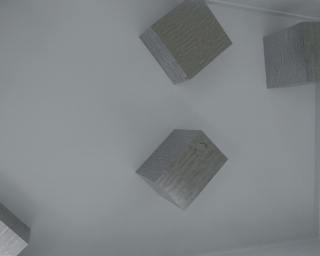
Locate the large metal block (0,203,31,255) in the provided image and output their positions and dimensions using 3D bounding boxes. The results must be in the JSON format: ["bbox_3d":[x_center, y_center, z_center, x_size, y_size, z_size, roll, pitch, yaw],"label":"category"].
[{"bbox_3d":[-0.198,0.118,0.324,0.080,0.050,0.080,-45,104,-15],"label":"large metal block"}]

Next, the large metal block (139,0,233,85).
[{"bbox_3d":[0.034,-0.116,0.409,0.080,0.050,0.080,-42,103,-15],"label":"large metal block"}]

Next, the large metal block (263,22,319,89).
[{"bbox_3d":[0.201,-0.103,0.455,0.050,0.080,0.079,-6,92,-20],"label":"large metal block"}]

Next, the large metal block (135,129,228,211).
[{"bbox_3d":[0.024,0.048,0.390,0.050,0.080,0.080,46,76,-14],"label":"large metal block"}]
